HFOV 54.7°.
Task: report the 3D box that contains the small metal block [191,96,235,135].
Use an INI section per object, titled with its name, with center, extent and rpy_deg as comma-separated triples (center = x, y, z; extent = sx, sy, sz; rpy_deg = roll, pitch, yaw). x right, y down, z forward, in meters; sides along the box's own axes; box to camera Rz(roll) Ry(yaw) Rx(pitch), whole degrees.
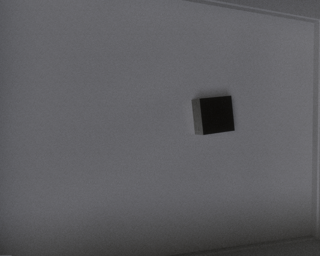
[small metal block]
center = 0.075, -0.018, 0.440
extent = 0.050, 0.025, 0.050
rpy_deg = -7, 93, -20
